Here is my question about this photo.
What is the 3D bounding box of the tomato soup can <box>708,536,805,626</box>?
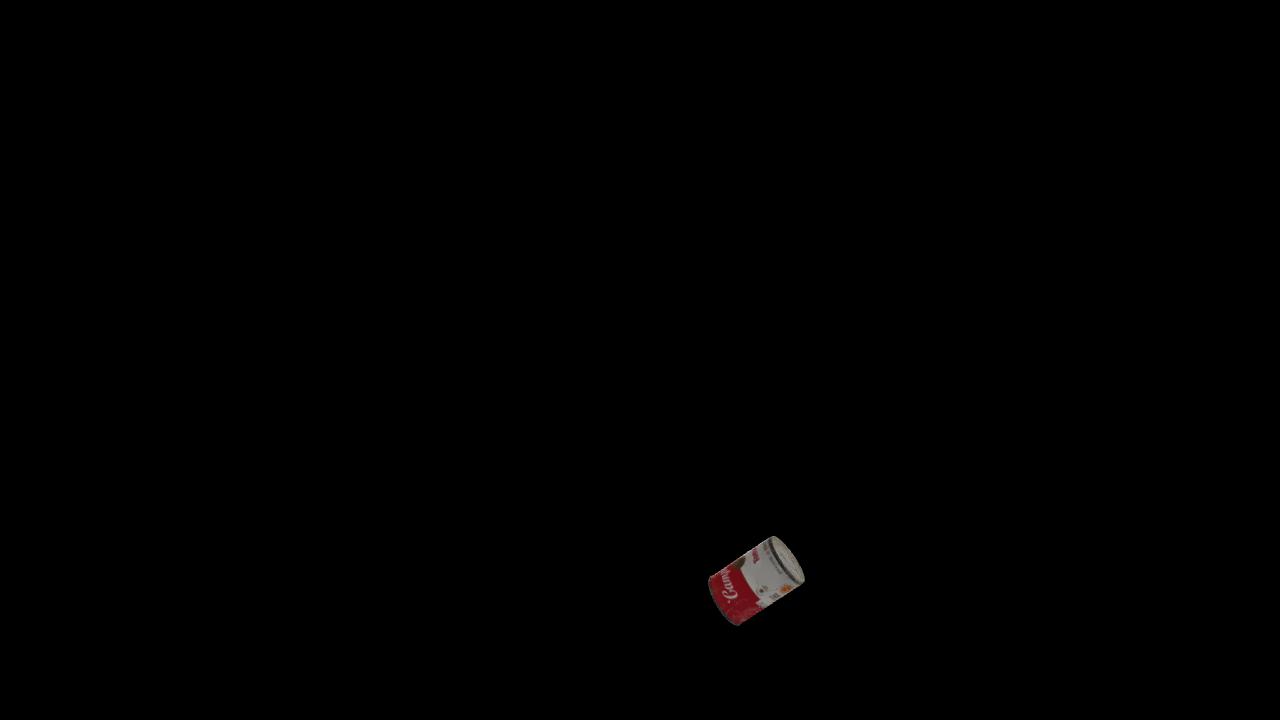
[{"bbox_3d":[0.145,0.275,0.768,0.101,0.068,0.068,-39,-11,14],"label":"tomato soup can"}]
